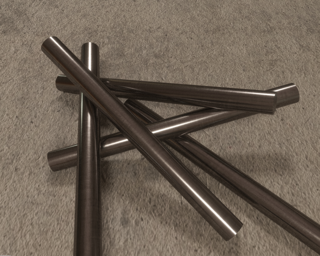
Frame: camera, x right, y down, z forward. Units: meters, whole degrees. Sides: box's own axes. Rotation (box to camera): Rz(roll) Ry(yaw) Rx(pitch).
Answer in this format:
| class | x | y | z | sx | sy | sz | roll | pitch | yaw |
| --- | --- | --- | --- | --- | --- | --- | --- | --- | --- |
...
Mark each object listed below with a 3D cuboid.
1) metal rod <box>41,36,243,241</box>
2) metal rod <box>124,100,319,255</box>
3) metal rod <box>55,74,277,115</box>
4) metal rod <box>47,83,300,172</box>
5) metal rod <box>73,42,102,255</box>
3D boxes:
| class | x | y | z | sx | sy | sz | roll | pitch | yaw |
| --- | --- | --- | --- | --- | --- | --- | --- | --- | --- |
| metal rod | -0.028 | 0.003 | 0.345 | 0.300 | 0.025 | 0.025 | 45 | 61 | 11 |
| metal rod | 0.068 | 0.047 | 0.364 | 0.300 | 0.025 | 0.025 | 35 | 58 | 25 |
| metal rod | -0.012 | -0.046 | 0.392 | 0.301 | 0.025 | 0.025 | 9 | 49 | 26 |
| metal rod | 0.016 | -0.001 | 0.371 | 0.302 | 0.025 | 0.025 | -16 | 51 | -1 |
| metal rod | -0.080 | 0.010 | 0.349 | 0.025 | 0.025 | 0.299 | -5 | 54 | -5 |
